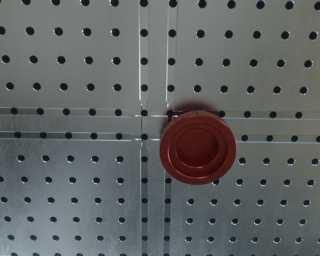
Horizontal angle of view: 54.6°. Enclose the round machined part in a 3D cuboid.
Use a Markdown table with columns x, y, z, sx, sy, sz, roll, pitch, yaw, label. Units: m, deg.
| x | y | z | sx | sy | sz | roll | pitch | yaw | label |
| --- | --- | --- | --- | --- | --- | --- | --- | --- | --- |
| 0.049 | 0.023 | 0.413 | 0.099 | 0.042 | 0.097 | 0 | 110 | 0 | round machined part |
